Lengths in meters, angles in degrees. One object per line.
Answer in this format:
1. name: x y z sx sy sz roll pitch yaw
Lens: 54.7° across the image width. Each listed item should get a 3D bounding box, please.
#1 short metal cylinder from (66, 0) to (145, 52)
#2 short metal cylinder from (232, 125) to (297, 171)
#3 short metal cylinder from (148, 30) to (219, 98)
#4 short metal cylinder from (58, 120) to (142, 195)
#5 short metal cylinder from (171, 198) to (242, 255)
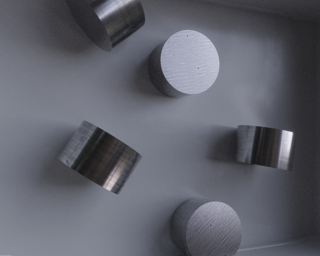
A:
1. short metal cylinder: -0.063 -0.136 0.358 0.050 0.080 0.080 -42 104 -15
2. short metal cylinder: 0.146 0.028 0.435 0.081 0.080 0.050 11 86 -20
3. short metal cylinder: 0.030 -0.082 0.408 0.081 0.050 0.080 0 90 -20
4. short metal cylinder: -0.068 0.034 0.356 0.080 0.080 0.050 35 79 -17
5. short metal cylinder: 0.061 0.136 0.415 0.081 0.050 0.080 3 83 -20
